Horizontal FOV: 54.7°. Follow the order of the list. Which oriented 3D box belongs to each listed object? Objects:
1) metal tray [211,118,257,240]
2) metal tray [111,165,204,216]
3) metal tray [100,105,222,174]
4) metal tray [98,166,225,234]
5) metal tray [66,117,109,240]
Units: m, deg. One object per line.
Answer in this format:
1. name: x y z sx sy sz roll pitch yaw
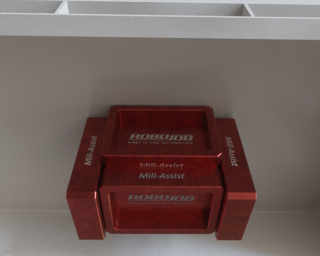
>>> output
1. metal tray: 0.083 0.060 0.389 0.030 0.130 0.089 1 131 -1
2. metal tray: 0.001 0.079 0.430 0.131 0.090 0.030 0 130 -1
3. metal tray: 0.002 0.012 0.372 0.131 0.090 0.030 1 131 0
4. metal tray: 0.001 0.085 0.357 0.131 0.030 0.089 0 130 -1
5. metal tray: -0.080 0.059 0.387 0.030 0.130 0.089 0 131 0
